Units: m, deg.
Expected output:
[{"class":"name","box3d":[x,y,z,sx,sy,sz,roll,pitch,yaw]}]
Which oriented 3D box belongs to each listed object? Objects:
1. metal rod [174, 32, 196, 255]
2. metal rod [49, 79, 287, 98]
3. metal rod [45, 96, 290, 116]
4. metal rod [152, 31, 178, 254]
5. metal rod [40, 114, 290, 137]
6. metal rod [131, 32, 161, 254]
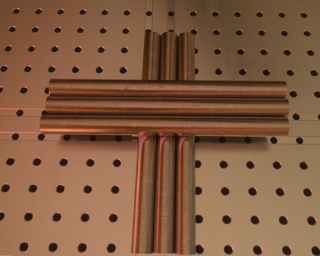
[{"class":"metal rod","box3d":[0.034,0.006,0.410,0.025,0.025,0.299,2,70,1]},{"class":"metal rod","box3d":[0.010,-0.050,0.404,0.302,0.025,0.025,1,70,0]},{"class":"metal rod","box3d":[0.009,-0.027,0.395,0.302,0.025,0.025,1,70,0]},{"class":"metal rod","box3d":[0.009,0.004,0.410,0.025,0.025,0.299,2,70,1]},{"class":"metal rod","box3d":[0.006,-0.003,0.386,0.302,0.025,0.025,1,70,0]},{"class":"metal rod","box3d":[-0.016,0.005,0.410,0.025,0.025,0.299,2,70,1]}]
